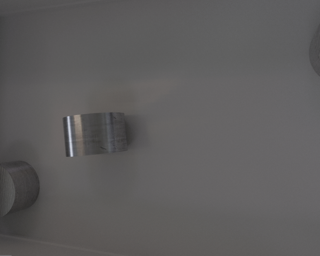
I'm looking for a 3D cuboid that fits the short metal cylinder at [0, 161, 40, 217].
[{"bbox_3d":[-0.237,0.093,0.481,0.080,0.050,0.080,0,90,20],"label":"short metal cylinder"}]

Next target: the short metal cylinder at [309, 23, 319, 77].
[{"bbox_3d":[0.204,-0.087,0.325,0.080,0.050,0.080,0,90,20],"label":"short metal cylinder"}]

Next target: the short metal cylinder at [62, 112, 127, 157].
[{"bbox_3d":[-0.085,0.009,0.411,0.080,0.080,0.050,-6,88,20],"label":"short metal cylinder"}]
